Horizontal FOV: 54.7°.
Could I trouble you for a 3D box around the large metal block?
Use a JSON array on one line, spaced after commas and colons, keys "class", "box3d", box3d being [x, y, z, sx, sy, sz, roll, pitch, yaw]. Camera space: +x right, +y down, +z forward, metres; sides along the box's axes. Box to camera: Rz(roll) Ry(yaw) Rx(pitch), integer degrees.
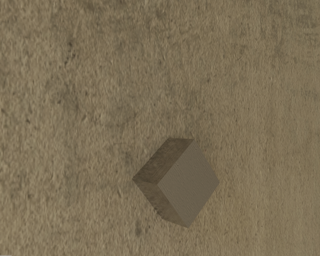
[{"class": "large metal block", "box3d": [0.024, 0.070, 0.411, 0.080, 0.050, 0.080, -47, 119, -30]}]
